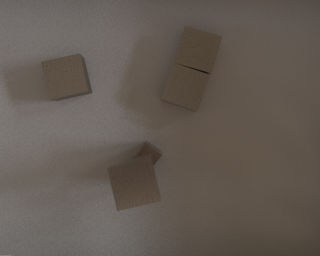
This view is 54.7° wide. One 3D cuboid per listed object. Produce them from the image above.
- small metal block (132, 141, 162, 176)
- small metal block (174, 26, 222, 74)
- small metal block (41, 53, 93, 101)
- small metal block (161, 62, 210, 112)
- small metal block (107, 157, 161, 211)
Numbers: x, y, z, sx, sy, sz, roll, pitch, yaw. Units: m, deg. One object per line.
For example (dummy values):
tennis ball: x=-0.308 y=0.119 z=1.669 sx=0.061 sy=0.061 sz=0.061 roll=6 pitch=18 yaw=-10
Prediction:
small metal block: x=-0.023 y=0.045 z=0.399 sx=0.025 sy=0.050 sz=0.050 roll=38 pitch=90 yaw=-1
small metal block: x=0.049 y=-0.101 z=0.412 sx=0.050 sy=0.025 sz=0.050 roll=16 pitch=90 yaw=-1
small metal block: x=-0.122 y=-0.066 z=0.410 sx=0.050 sy=0.025 sz=0.050 roll=-13 pitch=90 yaw=-1
small metal block: x=0.033 y=-0.053 z=0.412 sx=0.050 sy=0.025 sz=0.050 roll=19 pitch=90 yaw=-1
small metal block: x=-0.029 y=0.064 z=0.361 sx=0.050 sy=0.025 sz=0.050 roll=-13 pitch=90 yaw=-1
